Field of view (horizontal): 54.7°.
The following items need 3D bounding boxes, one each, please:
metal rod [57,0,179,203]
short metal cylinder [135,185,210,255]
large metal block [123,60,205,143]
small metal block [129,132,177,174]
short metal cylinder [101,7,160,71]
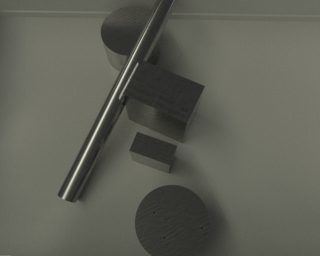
[{"bbox_3d":[-0.047,-0.048,0.388,0.025,0.025,0.299,26,86,8],"label":"metal rod"},{"bbox_3d":[0.013,0.110,0.357,0.081,0.050,0.080,0,70,0],"label":"short metal cylinder"},{"bbox_3d":[0.004,-0.030,0.392,0.080,0.080,0.050,24,72,8],"label":"large metal block"},{"bbox_3d":[-0.008,0.032,0.385,0.050,0.050,0.025,19,71,6],"label":"small metal block"},{"bbox_3d":[-0.040,-0.123,0.441,0.081,0.050,0.080,0,70,0],"label":"short metal cylinder"}]
